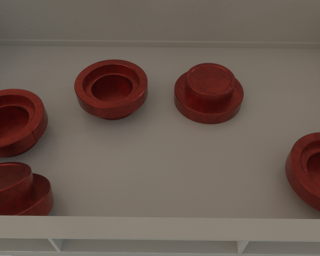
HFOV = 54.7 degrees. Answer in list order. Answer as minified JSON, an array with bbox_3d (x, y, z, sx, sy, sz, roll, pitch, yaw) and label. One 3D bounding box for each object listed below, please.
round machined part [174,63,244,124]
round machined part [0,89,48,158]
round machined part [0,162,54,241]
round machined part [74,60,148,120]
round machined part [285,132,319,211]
[{"bbox_3d":[0.070,-0.056,0.441,0.099,0.042,0.098,0,50,0],"label":"round machined part"},{"bbox_3d":[-0.193,-0.002,0.394,0.099,0.042,0.098,0,50,0],"label":"round machined part"},{"bbox_3d":[-0.161,0.067,0.309,0.099,0.042,0.098,-3,19,1],"label":"round machined part"},{"bbox_3d":[-0.066,-0.049,0.435,0.099,0.042,0.098,0,50,0],"label":"round machined part"},{"bbox_3d":[0.191,0.055,0.349,0.099,0.042,0.098,0,50,0],"label":"round machined part"}]
